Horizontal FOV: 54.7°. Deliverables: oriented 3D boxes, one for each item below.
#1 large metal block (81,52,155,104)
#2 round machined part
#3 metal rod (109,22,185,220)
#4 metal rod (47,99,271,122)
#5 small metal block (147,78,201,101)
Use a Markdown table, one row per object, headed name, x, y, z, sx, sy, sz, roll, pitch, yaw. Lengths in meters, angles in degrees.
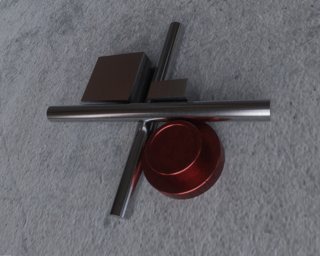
| name | x | y | z | sx | sy | sz | roll | pitch | yaw |
| --- | --- | --- | --- | --- | --- | --- | --- | --- | --- |
| large metal block | -0.057 | -0.061 | 0.454 | 0.080 | 0.050 | 0.080 | 1 | 62 | 28 |
| round machined part | 0.022 | 0.030 | 0.362 | 0.098 | 0.042 | 0.098 | -13 | 56 | 20 |
| metal rod | -0.011 | -0.026 | 0.426 | 0.025 | 0.025 | 0.300 | 2 | 62 | 29 |
| metal rod | -0.018 | -0.020 | 0.394 | 0.301 | 0.025 | 0.025 | 0 | 62 | 23 |
| small metal block | 0.019 | -0.037 | 0.401 | 0.050 | 0.050 | 0.025 | -1 | 61 | 27 |
